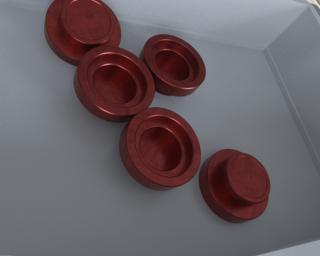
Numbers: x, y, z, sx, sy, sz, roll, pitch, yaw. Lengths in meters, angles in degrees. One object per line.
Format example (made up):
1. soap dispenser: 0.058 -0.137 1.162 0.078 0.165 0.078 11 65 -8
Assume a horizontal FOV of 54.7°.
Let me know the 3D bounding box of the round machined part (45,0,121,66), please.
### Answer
1. round machined part: -0.098 -0.133 0.406 0.099 0.042 0.098 5 77 -24

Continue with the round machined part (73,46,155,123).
1. round machined part: -0.059 -0.051 0.390 0.099 0.042 0.098 13 61 -24

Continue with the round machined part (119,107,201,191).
1. round machined part: -0.003 0.028 0.372 0.099 0.042 0.098 13 61 -25

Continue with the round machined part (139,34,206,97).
1. round machined part: 0.014 -0.087 0.455 0.099 0.042 0.098 14 56 -21

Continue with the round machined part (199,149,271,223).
1. round machined part: 0.105 0.071 0.407 0.099 0.042 0.098 14 56 -21
